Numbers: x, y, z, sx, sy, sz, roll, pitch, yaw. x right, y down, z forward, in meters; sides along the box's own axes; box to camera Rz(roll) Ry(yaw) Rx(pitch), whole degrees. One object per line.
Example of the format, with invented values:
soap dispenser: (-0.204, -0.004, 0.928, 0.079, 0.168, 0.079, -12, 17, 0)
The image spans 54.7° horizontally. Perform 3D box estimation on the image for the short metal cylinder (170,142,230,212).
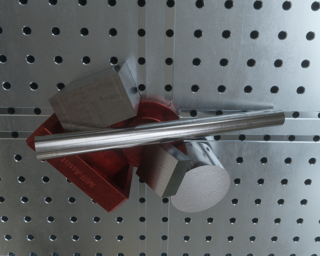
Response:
short metal cylinder: (0.045, 0.065, 0.412, 0.081, 0.050, 0.079, -8, 124, -13)

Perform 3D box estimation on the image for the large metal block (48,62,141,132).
large metal block: (-0.072, -0.036, 0.368, 0.080, 0.080, 0.050, -20, 109, 7)

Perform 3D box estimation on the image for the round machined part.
round machined part: (-0.017, 0.012, 0.411, 0.099, 0.042, 0.097, 0, 110, -1)

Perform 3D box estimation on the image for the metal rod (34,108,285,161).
metal rod: (0.016, 0.003, 0.364, 0.303, 0.025, 0.025, -7, 111, -19)

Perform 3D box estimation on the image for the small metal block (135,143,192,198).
small metal block: (0.003, 0.047, 0.371, 0.025, 0.050, 0.050, 4, 115, -47)

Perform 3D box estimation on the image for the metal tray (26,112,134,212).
metal tray: (-0.092, 0.035, 0.389, 0.030, 0.090, 0.130, -42, 105, 14)
